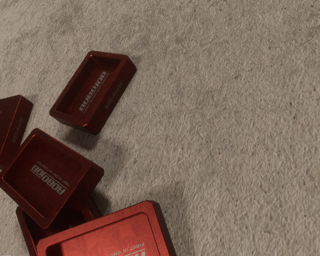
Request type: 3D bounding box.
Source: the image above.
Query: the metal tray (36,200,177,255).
[{"bbox_3d":[-0.051,0.137,0.313,0.130,0.030,0.090,-22,72,5],"label":"metal tray"}]

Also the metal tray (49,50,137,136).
[{"bbox_3d":[-0.106,-0.060,0.490,0.090,0.030,0.130,17,70,34],"label":"metal tray"}]

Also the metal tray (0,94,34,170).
[{"bbox_3d":[-0.281,0.009,0.540,0.090,0.030,0.130,-9,58,23],"label":"metal tray"}]

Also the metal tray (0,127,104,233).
[{"bbox_3d":[-0.144,0.062,0.396,0.130,0.030,0.090,23,74,36],"label":"metal tray"}]

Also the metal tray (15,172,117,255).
[{"bbox_3d":[-0.121,0.122,0.387,0.090,0.030,0.130,-42,51,-1],"label":"metal tray"}]
